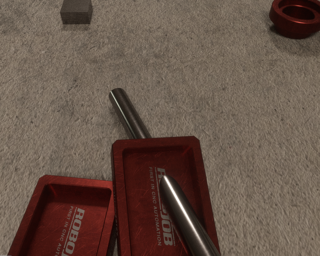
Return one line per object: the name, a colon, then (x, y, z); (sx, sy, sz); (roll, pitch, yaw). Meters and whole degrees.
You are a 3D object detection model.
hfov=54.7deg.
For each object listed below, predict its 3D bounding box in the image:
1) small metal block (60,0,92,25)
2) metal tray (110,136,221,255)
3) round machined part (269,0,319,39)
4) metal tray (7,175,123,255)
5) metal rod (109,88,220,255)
small metal block: (-0.157, -0.222, 0.587); (0.050, 0.025, 0.050); (-1, 50, -2)
metal tray: (0.002, 0.075, 0.303); (0.091, 0.030, 0.130); (-3, 68, -14)
round machined part: (0.248, -0.198, 0.562); (0.099, 0.042, 0.098); (0, 50, 0)
metal tray: (-0.092, 0.112, 0.304); (0.091, 0.030, 0.130); (5, 50, 4)
metal rod: (-0.003, 0.046, 0.340); (0.025, 0.025, 0.300); (-18, 45, -15)
